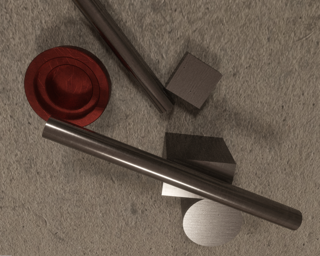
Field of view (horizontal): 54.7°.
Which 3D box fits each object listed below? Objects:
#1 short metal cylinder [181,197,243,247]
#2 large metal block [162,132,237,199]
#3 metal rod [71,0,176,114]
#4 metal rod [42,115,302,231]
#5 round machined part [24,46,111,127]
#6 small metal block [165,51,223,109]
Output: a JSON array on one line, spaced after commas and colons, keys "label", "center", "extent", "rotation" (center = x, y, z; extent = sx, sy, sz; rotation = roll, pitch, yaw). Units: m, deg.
[{"label": "short metal cylinder", "center": [0.071, 0.120, 0.442], "extent": [0.081, 0.050, 0.079], "rotation": [0, 110, -1]}, {"label": "large metal block", "center": [0.045, 0.047, 0.398], "extent": [0.081, 0.080, 0.050], "rotation": [6, 110, -3]}, {"label": "metal rod", "center": [-0.079, -0.139, 0.357], "extent": [0.025, 0.025, 0.300], "rotation": [-35, 107, 12]}, {"label": "metal rod", "center": [0.021, 0.054, 0.344], "extent": [0.302, 0.025, 0.025], "rotation": [22, 109, -8]}, {"label": "round machined part", "center": [-0.109, -0.052, 0.380], "extent": [0.099, 0.042, 0.097], "rotation": [0, 110, -1]}, {"label": "small metal block", "center": [0.041, -0.060, 0.388], "extent": [0.050, 0.025, 0.050], "rotation": [30, 107, -11]}]
